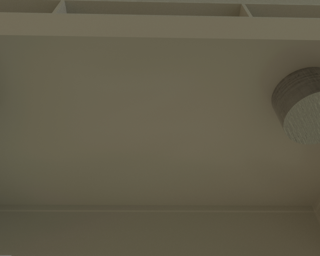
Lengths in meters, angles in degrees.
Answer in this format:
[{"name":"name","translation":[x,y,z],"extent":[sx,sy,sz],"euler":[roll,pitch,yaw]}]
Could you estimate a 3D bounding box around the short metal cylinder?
[{"name":"short metal cylinder","translation":[0.183,-0.026,0.373],"extent":[0.081,0.050,0.079],"euler":[0,130,0]}]
